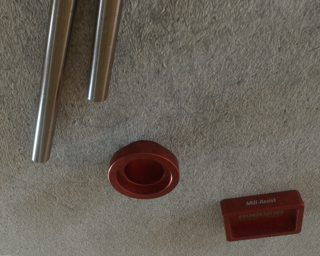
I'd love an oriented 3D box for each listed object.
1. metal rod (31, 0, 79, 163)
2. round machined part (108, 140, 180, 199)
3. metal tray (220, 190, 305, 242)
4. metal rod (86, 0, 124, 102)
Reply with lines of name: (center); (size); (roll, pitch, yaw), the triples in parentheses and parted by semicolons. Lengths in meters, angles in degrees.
metal rod: (-0.119, -0.067, 0.348); (0.025, 0.025, 0.298); (15, 129, -13)
round machined part: (-0.022, 0.056, 0.443); (0.099, 0.042, 0.097); (-1, 130, 0)
metal tray: (0.176, 0.154, 0.538); (0.131, 0.030, 0.090); (-10, 130, 7)
metal rod: (-0.040, -0.149, 0.279); (0.025, 0.025, 0.298); (11, 129, -9)
